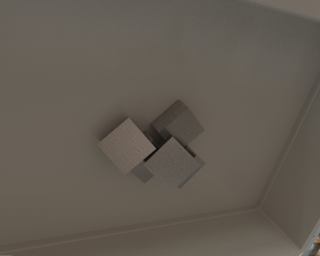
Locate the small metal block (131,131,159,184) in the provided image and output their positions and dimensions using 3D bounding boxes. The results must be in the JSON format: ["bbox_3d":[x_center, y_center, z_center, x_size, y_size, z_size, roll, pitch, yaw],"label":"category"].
[{"bbox_3d":[-0.020,0.040,0.422,0.050,0.025,0.050,-41,130,-1],"label":"small metal block"}]

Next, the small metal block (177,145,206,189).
[{"bbox_3d":[0.028,0.048,0.437,0.050,0.050,0.025,-46,130,4],"label":"small metal block"}]

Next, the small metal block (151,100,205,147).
[{"bbox_3d":[0.025,-0.001,0.421,0.050,0.025,0.050,-41,130,-1],"label":"small metal block"}]

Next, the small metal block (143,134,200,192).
[{"bbox_3d":[0.014,0.044,0.395,0.050,0.025,0.050,-44,96,2],"label":"small metal block"}]

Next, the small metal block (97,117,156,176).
[{"bbox_3d":[-0.040,0.022,0.384,0.050,0.025,0.050,-41,91,-1],"label":"small metal block"}]
